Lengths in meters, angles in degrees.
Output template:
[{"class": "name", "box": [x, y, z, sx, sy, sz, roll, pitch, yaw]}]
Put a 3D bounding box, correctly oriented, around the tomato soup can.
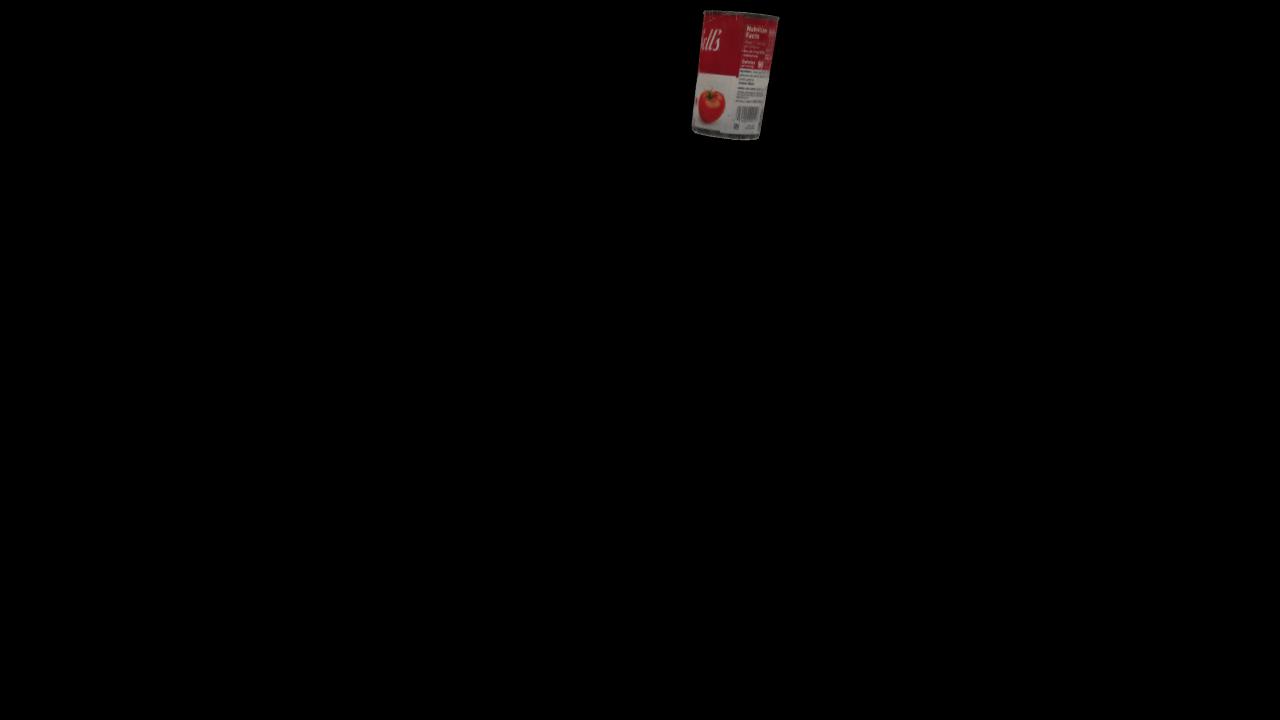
[{"class": "tomato soup can", "box": [0.085, -0.259, 0.562, 0.068, 0.101, 0.068, 4, 27, -2]}]
